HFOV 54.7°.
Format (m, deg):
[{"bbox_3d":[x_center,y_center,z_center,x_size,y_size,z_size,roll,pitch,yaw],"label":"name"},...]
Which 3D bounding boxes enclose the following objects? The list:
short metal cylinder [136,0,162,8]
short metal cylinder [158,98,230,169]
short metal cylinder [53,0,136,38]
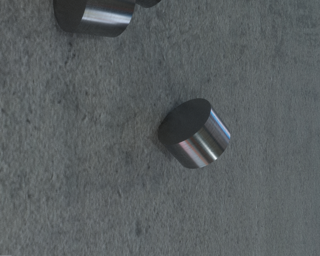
[{"bbox_3d":[-0.022,-0.186,0.352,0.050,0.080,0.080,14,81,-40],"label":"short metal cylinder"},{"bbox_3d":[0.044,0.007,0.408,0.050,0.080,0.080,49,61,-29],"label":"short metal cylinder"},{"bbox_3d":[-0.068,-0.135,0.313,0.050,0.080,0.079,-6,94,-40],"label":"short metal cylinder"}]
